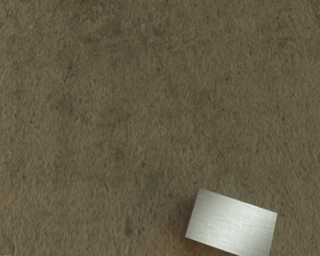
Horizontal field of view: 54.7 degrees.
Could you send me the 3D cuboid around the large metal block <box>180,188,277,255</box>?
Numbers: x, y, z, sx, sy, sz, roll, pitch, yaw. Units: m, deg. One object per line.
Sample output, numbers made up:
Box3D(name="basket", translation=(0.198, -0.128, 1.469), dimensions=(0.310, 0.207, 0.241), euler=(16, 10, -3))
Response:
Box3D(name="large metal block", translation=(0.070, 0.108, 0.340), dimensions=(0.080, 0.080, 0.050), euler=(17, 71, 6))
